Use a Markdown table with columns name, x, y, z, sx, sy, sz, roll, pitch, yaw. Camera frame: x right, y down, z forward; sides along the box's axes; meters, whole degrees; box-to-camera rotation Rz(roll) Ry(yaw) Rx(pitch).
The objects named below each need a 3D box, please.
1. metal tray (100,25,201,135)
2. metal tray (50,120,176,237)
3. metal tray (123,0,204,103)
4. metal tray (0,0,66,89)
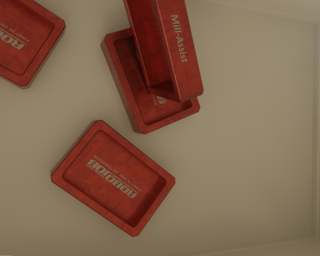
| name | x | y | z | sx | sy | sz | roll | pitch | yaw |
| --- | --- | --- | --- | --- | --- | --- | --- | --- | --- |
| metal tray | -0.011 | -0.067 | 0.404 | 0.091 | 0.030 | 0.129 | -23 | 98 | -19 |
| metal tray | -0.056 | 0.062 | 0.387 | 0.130 | 0.030 | 0.090 | 40 | 77 | -16 |
| metal tray | 0.001 | -0.099 | 0.348 | 0.030 | 0.090 | 0.129 | -23 | 111 | -19 |
| metal tray | -0.184 | -0.113 | 0.339 | 0.131 | 0.030 | 0.090 | 31 | 80 | -18 |
